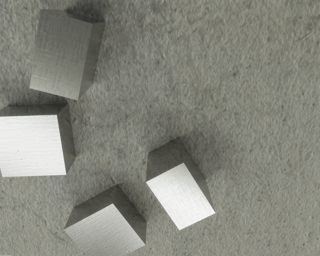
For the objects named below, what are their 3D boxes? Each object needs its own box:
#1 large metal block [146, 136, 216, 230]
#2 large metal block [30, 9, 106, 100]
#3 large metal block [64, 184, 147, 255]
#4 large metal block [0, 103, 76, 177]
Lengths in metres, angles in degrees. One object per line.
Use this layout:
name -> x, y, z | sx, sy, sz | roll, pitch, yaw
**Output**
large metal block -> 0.025, 0.070, 0.407 | 0.050, 0.080, 0.080 | -29, 108, 10
large metal block -> -0.100, -0.085, 0.348 | 0.050, 0.080, 0.079 | 14, 109, -6
large metal block -> -0.075, 0.141, 0.448 | 0.080, 0.050, 0.080 | -30, 108, 10
large metal block -> -0.160, 0.014, 0.400 | 0.081, 0.050, 0.079 | -2, 110, 0
